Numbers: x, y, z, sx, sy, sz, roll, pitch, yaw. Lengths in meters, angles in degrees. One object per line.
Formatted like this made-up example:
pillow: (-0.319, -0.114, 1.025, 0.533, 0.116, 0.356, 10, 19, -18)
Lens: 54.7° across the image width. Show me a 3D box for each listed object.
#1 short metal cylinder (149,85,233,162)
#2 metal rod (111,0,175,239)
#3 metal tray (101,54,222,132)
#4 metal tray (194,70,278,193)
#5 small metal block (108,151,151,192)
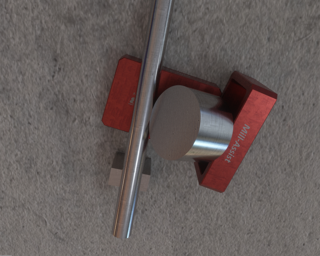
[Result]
short metal cylinder: (0.033, -0.003, 0.342, 0.050, 0.080, 0.079, 9, 114, -39)
metal rod: (-0.021, -0.010, 0.365, 0.025, 0.025, 0.298, 10, 101, -4)
metal tray: (0.001, -0.031, 0.396, 0.131, 0.030, 0.089, 17, 109, -7)
metal tray: (0.084, 0.002, 0.378, 0.030, 0.090, 0.129, 22, 109, -8)
small metal block: (-0.040, 0.058, 0.418, 0.050, 0.050, 0.025, 12, 110, -5)
